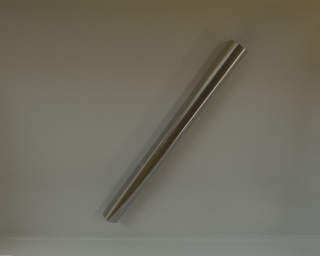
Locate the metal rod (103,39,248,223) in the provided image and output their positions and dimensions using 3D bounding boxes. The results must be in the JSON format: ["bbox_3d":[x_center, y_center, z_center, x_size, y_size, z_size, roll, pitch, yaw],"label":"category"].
[{"bbox_3d":[0.012,0.016,0.417,0.025,0.025,0.299,33,106,-12],"label":"metal rod"}]
